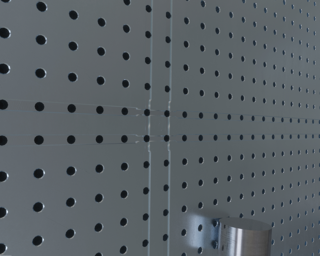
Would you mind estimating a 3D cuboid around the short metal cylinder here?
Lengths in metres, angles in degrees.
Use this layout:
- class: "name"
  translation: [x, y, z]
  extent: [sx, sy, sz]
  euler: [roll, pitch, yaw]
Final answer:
- class: "short metal cylinder"
  translation: [0.131, 0.174, 0.483]
  extent: [0.081, 0.080, 0.050]
  euler: [7, 86, -40]
